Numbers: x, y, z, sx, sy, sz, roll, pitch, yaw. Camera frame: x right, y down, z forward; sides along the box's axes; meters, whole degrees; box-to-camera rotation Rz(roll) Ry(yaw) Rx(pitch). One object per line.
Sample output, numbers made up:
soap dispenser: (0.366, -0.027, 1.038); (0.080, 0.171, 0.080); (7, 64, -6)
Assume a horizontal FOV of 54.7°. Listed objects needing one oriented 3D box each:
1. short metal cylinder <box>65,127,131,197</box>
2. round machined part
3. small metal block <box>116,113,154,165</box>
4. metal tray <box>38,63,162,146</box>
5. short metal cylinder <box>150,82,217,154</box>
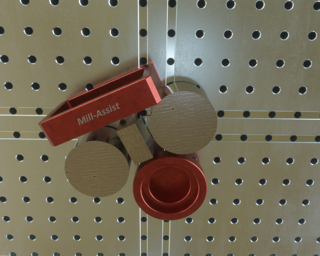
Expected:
short metal cylinder: (-0.079, 0.044, 0.411); (0.081, 0.050, 0.079); (0, 110, 0)
round machined part: (0.013, 0.075, 0.428); (0.099, 0.042, 0.097); (0, 110, 0)
small metal block: (-0.030, 0.012, 0.399); (0.025, 0.050, 0.050); (-24, 109, 8)
metal tray: (-0.064, -0.030, 0.362); (0.130, 0.090, 0.030); (-22, 109, 8)
short metal cylinder: (0.028, -0.013, 0.391); (0.081, 0.050, 0.079); (0, 110, 0)
